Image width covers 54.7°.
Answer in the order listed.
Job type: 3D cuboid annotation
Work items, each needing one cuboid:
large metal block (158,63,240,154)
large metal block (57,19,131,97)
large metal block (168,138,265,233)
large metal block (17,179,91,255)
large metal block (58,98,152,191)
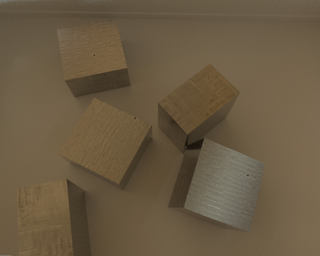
[{"bbox_3d":[0.045,-0.021,0.389,0.080,0.080,0.050,-38,75,-13],"label":"large metal block"},{"bbox_3d":[-0.091,-0.097,0.431,0.081,0.050,0.080,-13,71,-5],"label":"large metal block"},{"bbox_3d":[0.065,0.067,0.361,0.080,0.050,0.080,23,71,-11],"label":"large metal block"},{"bbox_3d":[-0.113,0.107,0.340,0.050,0.080,0.080,-10,71,-4],"label":"large metal block"},{"bbox_3d":[-0.064,0.021,0.388,0.080,0.050,0.080,25,72,8],"label":"large metal block"}]
